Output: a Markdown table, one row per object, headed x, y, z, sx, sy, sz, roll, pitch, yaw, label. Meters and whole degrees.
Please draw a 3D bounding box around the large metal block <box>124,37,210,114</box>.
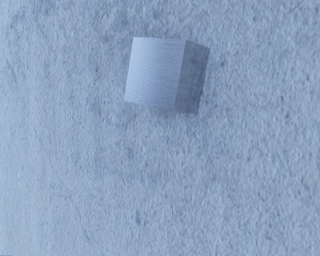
| x | y | z | sx | sy | sz | roll | pitch | yaw | label |
| --- | --- | --- | --- | --- | --- | --- | --- | --- | --- |
| 0.007 | -0.065 | 0.381 | 0.080 | 0.050 | 0.079 | 16 | 100 | 38 | large metal block |
